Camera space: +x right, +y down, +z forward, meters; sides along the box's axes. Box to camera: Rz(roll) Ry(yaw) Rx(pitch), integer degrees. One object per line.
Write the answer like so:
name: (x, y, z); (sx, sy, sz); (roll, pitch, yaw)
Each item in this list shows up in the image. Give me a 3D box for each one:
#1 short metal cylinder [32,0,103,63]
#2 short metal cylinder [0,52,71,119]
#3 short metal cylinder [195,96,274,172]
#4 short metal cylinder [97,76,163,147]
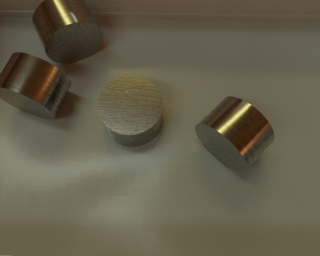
short metal cylinder: (-0.127, -0.135, 0.428); (0.080, 0.080, 0.050); (-26, 72, -9)
short metal cylinder: (-0.163, -0.052, 0.397); (0.080, 0.080, 0.050); (18, 71, 6)
short metal cylinder: (0.090, 0.008, 0.379); (0.080, 0.080, 0.050); (43, 75, 13)
short metal cylinder: (-0.037, -0.021, 0.404); (0.081, 0.050, 0.080); (0, 70, 0)
